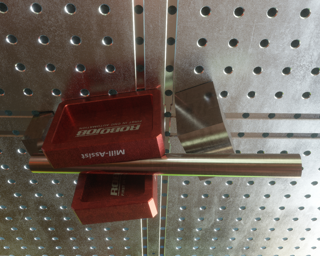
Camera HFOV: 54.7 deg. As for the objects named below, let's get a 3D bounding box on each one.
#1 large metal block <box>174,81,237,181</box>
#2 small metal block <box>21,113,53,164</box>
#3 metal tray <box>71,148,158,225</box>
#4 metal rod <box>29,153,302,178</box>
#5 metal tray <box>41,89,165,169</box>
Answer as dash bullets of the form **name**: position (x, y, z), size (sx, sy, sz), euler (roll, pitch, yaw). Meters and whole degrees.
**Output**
- **large metal block**: position (0.057, 0.003, 0.378), size (0.050, 0.080, 0.080), euler (-18, 128, 14)
- **small metal block**: position (-0.151, 0.016, 0.406), size (0.025, 0.050, 0.050), euler (-6, 130, 5)
- **metal tray**: position (-0.050, 0.052, 0.386), size (0.090, 0.130, 0.030), euler (-7, 130, 5)
- **metal rod**: position (-0.005, 0.041, 0.347), size (0.301, 0.025, 0.025), euler (-1, 131, 12)
- **metal tray**: position (-0.061, -0.001, 0.366), size (0.131, 0.090, 0.030), euler (-7, 131, 5)
